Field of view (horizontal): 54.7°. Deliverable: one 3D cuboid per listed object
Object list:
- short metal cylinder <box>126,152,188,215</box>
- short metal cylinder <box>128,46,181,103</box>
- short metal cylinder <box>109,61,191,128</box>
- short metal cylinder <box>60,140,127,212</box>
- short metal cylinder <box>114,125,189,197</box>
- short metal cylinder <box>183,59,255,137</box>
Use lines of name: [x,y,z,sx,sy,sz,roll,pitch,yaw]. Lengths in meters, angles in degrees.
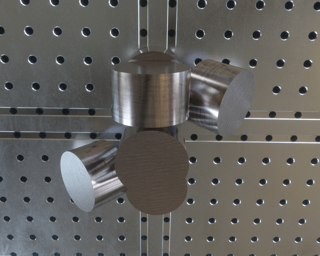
short metal cylinder: [-0.005,0.071,0.425,0.081,0.050,0.079,0,111,-1]
short metal cylinder: [-0.008,-0.056,0.379,0.081,0.050,0.079,0,111,0]
short metal cylinder: [-0.010,-0.037,0.315,0.081,0.080,0.050,0,110,0]
short metal cylinder: [-0.085,0.060,0.399,0.050,0.080,0.079,-20,117,-40]
short metal cylinder: [-0.009,0.031,0.357,0.081,0.050,0.079,0,110,0]
short metal cylinder: [0.068,-0.036,0.364,0.050,0.081,0.079,25,114,34]
